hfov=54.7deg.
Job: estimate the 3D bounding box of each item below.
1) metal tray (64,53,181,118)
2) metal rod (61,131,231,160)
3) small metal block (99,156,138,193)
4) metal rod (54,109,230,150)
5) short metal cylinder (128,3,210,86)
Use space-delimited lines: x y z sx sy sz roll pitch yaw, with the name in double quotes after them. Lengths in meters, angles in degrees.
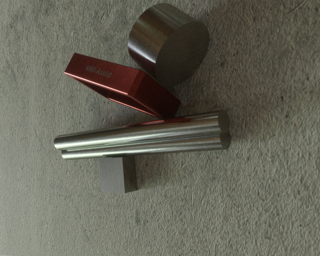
-0.048 -0.052 0.397 0.130 0.090 0.030 22 84 37 "metal tray"
-0.043 0.027 0.437 0.300 0.025 0.025 -8 85 39 "metal rod"
-0.062 0.068 0.453 0.050 0.025 0.050 -8 85 39 "small metal block"
-0.049 0.009 0.418 0.300 0.025 0.025 -8 85 39 "metal rod"
0.011 -0.095 0.359 0.050 0.081 0.080 44 116 31 "short metal cylinder"
